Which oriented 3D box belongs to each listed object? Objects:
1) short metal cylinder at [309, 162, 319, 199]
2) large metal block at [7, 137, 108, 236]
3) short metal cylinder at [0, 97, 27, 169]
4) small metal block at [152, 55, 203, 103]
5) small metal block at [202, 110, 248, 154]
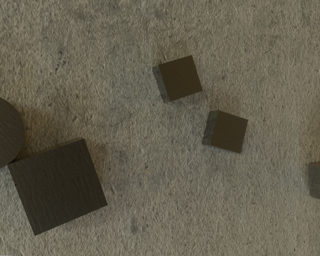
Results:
[{"bbox_3d":[0.277,0.082,0.483,0.081,0.080,0.050,-2,91,-20],"label":"short metal cylinder"},{"bbox_3d":[-0.115,0.062,0.354,0.081,0.050,0.080,-20,97,-19],"label":"large metal block"},{"bbox_3d":[-0.185,0.005,0.327,0.081,0.050,0.080,0,90,-20],"label":"short metal cylinder"},{"bbox_3d":[0.024,-0.066,0.418,0.050,0.025,0.050,-20,97,-19],"label":"small metal block"},{"bbox_3d":[0.093,0.006,0.444,0.050,0.025,0.050,16,85,-20],"label":"small metal block"}]
